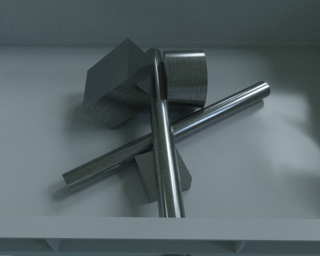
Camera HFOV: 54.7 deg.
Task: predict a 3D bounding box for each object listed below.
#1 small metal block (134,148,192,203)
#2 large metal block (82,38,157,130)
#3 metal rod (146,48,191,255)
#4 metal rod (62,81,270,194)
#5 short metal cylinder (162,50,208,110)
[{"bbox_3d":[0.003,0.052,0.360,0.050,0.025,0.050,-17,52,-14],"label":"small metal block"},{"bbox_3d":[-0.053,-0.057,0.409,0.080,0.050,0.080,-31,44,27],"label":"large metal block"},{"bbox_3d":[0.002,0.003,0.367,0.025,0.025,0.300,-4,49,-3],"label":"metal rod"},{"bbox_3d":[0.023,0.003,0.400,0.302,0.025,0.025,-25,55,-20],"label":"metal rod"},{"bbox_3d":[0.031,-0.065,0.422,0.050,0.080,0.080,-2,50,-4],"label":"short metal cylinder"}]
